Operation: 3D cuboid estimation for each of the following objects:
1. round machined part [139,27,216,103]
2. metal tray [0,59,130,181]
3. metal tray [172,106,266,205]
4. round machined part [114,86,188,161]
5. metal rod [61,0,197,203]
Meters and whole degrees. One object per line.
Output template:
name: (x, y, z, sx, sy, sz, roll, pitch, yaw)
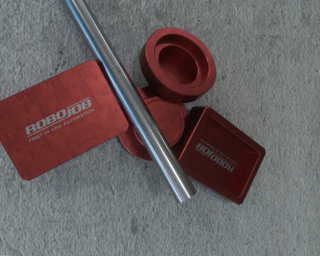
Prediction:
round machined part: (0.019, -0.076, 0.397, 0.099, 0.042, 0.098, 11, 64, -23)
metal tray: (-0.113, -0.010, 0.355, 0.131, 0.030, 0.090, -28, 97, -9)
metal tray: (0.080, 0.039, 0.426, 0.130, 0.030, 0.090, 33, 79, -28)
round machined part: (-0.007, -0.006, 0.399, 0.099, 0.042, 0.097, 0, 90, -20)
metal rod: (-0.044, -0.051, 0.358, 0.025, 0.025, 0.299, -29, 87, -18)
